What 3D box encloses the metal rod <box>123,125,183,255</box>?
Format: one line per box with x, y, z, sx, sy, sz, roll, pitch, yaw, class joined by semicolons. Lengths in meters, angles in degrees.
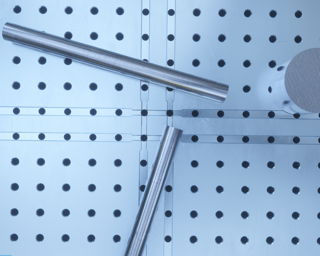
-0.027;0.142;0.413;0.025;0.025;0.298;18;90;0;metal rod

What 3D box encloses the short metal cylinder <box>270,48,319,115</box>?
0.192;-0.058;0.402;0.081;0.050;0.080;0;89;0;short metal cylinder

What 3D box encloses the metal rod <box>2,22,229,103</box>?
-0.057;-0.087;0.412;0.302;0.025;0.025;16;90;0;metal rod
